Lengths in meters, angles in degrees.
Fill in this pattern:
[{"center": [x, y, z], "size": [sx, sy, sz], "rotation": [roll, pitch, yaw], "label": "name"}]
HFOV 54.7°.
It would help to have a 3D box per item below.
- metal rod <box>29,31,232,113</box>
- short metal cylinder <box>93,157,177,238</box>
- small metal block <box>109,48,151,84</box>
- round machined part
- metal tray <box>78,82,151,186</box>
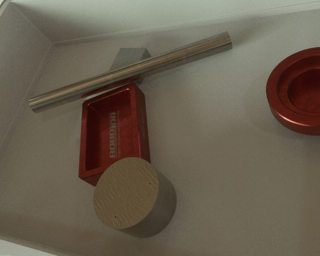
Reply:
[{"center": [-0.047, -0.077, 0.446], "size": [0.301, 0.025, 0.025], "rotation": [-17, 55, 8], "label": "metal rod"}, {"center": [-0.028, 0.080, 0.354], "size": [0.080, 0.050, 0.080], "rotation": [-13, 56, 20], "label": "short metal cylinder"}, {"center": [-0.046, -0.099, 0.489], "size": [0.050, 0.025, 0.050], "rotation": [9, 66, 31], "label": "small metal block"}, {"center": [0.167, -0.035, 0.328], "size": [0.098, 0.042, 0.098], "rotation": [-13, 56, 20], "label": "round machined part"}, {"center": [-0.064, 0.007, 0.430], "size": [0.090, 0.030, 0.130], "rotation": [-18, 55, 17], "label": "metal tray"}]
